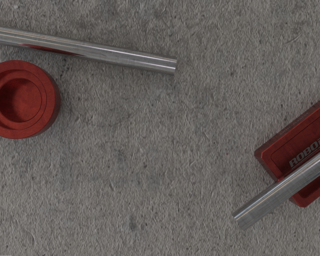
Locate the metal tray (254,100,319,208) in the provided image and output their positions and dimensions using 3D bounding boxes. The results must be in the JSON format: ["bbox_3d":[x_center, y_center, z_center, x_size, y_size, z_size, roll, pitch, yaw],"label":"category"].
[{"bbox_3d":[0.205,0.029,0.409,0.130,0.030,0.090,-38,90,0],"label":"metal tray"}]

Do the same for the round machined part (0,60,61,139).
[{"bbox_3d":[-0.177,-0.035,0.400,0.099,0.042,0.097,0,90,0],"label":"round machined part"}]

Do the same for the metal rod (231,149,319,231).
[{"bbox_3d":[0.217,0.027,0.381,0.301,0.025,0.025,-36,90,0],"label":"metal rod"}]

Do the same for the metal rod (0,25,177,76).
[{"bbox_3d":[-0.128,-0.108,0.408,0.302,0.025,0.025,10,90,-1],"label":"metal rod"}]
